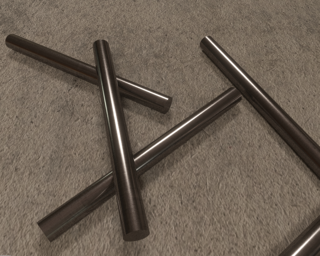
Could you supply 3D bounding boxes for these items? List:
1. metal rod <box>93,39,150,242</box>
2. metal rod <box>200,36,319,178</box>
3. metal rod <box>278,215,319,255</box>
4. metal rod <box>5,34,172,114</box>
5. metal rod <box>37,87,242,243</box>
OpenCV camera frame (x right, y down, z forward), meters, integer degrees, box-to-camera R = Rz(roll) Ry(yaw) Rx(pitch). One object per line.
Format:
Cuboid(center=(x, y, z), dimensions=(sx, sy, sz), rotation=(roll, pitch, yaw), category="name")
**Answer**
Cuboid(center=(-0.056, -0.013, 0.378), dimensions=(0.025, 0.025, 0.300), rotation=(-10, 51, -9), category="metal rod")
Cuboid(center=(0.142, -0.041, 0.439), dimensions=(0.025, 0.025, 0.300), rotation=(-19, 53, -16), category="metal rod")
Cuboid(center=(0.192, 0.091, 0.329), dimensions=(0.302, 0.025, 0.025), rotation=(-30, 57, -24), category="metal rod")
Cuboid(center=(-0.120, -0.089, 0.476), dimensions=(0.301, 0.025, 0.025), rotation=(24, 54, 18), category="metal rod")
Cuboid(center=(-0.005, 0.029, 0.378), dimensions=(0.302, 0.025, 0.025), rotation=(-34, 58, -26), category="metal rod")
